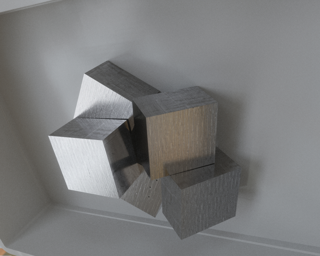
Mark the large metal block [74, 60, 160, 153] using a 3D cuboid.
[{"bbox_3d":[-0.059,-0.027,0.404,0.080,0.050,0.079,31,128,7],"label":"large metal block"}]

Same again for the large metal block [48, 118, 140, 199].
[{"bbox_3d":[-0.079,0.035,0.386,0.080,0.050,0.079,3,119,27],"label":"large metal block"}]

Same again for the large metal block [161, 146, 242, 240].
[{"bbox_3d":[0.049,0.079,0.384,0.050,0.081,0.079,45,144,51],"label":"large metal block"}]

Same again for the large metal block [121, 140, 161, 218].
[{"bbox_3d":[-0.022,0.067,0.438,0.080,0.050,0.079,26,128,11],"label":"large metal block"}]

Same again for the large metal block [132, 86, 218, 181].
[{"bbox_3d":[0.017,0.004,0.356,0.081,0.050,0.079,-13,122,-17],"label":"large metal block"}]
